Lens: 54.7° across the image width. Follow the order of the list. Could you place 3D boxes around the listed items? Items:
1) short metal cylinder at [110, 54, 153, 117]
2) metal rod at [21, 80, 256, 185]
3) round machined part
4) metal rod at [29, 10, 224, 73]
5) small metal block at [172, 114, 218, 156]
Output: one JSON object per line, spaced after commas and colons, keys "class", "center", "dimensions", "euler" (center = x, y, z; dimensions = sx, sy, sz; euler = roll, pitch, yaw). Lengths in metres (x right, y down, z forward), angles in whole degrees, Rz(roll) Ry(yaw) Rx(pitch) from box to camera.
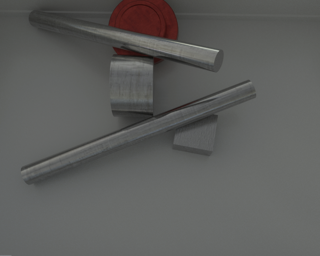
{"class": "short metal cylinder", "center": [-0.033, -0.054, 0.400], "dimensions": [0.050, 0.080, 0.080], "euler": [0, 70, 0]}
{"class": "metal rod", "center": [-0.026, 0.005, 0.387], "dimensions": [0.301, 0.025, 0.025], "euler": [-21, 72, 0]}
{"class": "round machined part", "center": [-0.024, -0.137, 0.430], "dimensions": [0.099, 0.042, 0.097], "euler": [1, 96, 6]}
{"class": "metal rod", "center": [-0.062, -0.119, 0.402], "dimensions": [0.300, 0.025, 0.025], "euler": [20, 70, 27]}
{"class": "small metal block", "center": [0.046, 0.006, 0.408], "dimensions": [0.050, 0.025, 0.050], "euler": [11, 70, 3]}
